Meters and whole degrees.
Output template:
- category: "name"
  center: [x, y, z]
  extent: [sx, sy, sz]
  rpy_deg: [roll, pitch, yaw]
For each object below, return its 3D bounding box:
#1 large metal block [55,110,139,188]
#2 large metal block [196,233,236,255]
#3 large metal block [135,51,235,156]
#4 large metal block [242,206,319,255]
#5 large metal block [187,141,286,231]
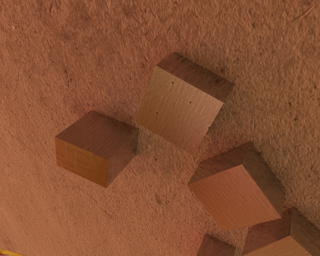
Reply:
- category: "large metal block"
  center: [-0.086, 0.026, 0.433]
  extent: [0.080, 0.080, 0.050]
  rpy_deg: [21, 126, 16]
- category: "large metal block"
  center: [0.072, 0.226, 0.473]
  extent: [0.050, 0.080, 0.079]
  rpy_deg: [21, 127, 15]
- category: "large metal block"
  center: [0.027, -0.028, 0.359]
  extent: [0.080, 0.050, 0.079]
  rpy_deg: [30, 128, 8]
- category: "large metal block"
  center: [0.168, 0.161, 0.401]
  extent: [0.080, 0.050, 0.080]
  rpy_deg: [42, 129, -1]
- category: "large metal block"
  center: [0.096, 0.074, 0.386]
  extent: [0.080, 0.050, 0.080]
  rpy_deg: [-30, 102, 38]
